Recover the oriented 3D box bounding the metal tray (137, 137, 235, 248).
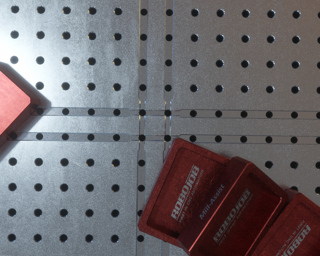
[{"bbox_3d":[0.037,0.088,0.411,0.090,0.030,0.129,23,90,-1],"label":"metal tray"}]

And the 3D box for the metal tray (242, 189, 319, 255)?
[{"bbox_3d":[0.174,0.159,0.413,0.090,0.030,0.130,38,90,-1],"label":"metal tray"}]

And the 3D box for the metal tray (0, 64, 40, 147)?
[{"bbox_3d":[-0.238,-0.018,0.408,0.090,0.030,0.130,43,90,-1],"label":"metal tray"}]

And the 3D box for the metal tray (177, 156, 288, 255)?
[{"bbox_3d":[0.093,0.112,0.387,0.090,0.030,0.130,39,83,-26],"label":"metal tray"}]
